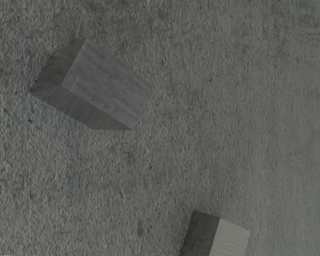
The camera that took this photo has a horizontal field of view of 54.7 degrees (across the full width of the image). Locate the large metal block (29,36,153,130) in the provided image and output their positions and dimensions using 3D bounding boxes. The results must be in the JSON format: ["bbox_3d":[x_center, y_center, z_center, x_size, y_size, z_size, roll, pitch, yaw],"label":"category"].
[{"bbox_3d":[-0.069,-0.038,0.310,0.080,0.080,0.050,34,69,-35],"label":"large metal block"}]

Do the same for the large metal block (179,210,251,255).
[{"bbox_3d":[0.081,0.176,0.456,0.080,0.050,0.080,33,70,-35],"label":"large metal block"}]
